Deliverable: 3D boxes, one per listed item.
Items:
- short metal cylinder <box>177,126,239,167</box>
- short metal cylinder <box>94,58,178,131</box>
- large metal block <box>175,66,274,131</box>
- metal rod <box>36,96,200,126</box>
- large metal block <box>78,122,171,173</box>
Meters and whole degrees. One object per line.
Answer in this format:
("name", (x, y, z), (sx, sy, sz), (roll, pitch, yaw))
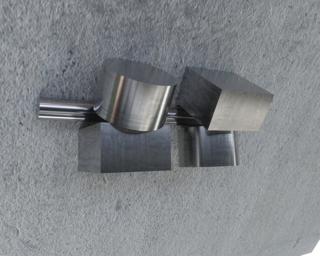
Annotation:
("short metal cylinder", (0.064, 0.026, 0.416), (0.081, 0.080, 0.050), (2, 83, -29))
("short metal cylinder", (-0.027, -0.038, 0.334), (0.081, 0.080, 0.050), (3, 117, -30))
("large metal block", (0.079, -0.038, 0.392), (0.081, 0.080, 0.050), (1, 118, -29))
("metal rod", (0.002, -0.016, 0.402), (0.303, 0.025, 0.025), (2, 118, -30))
("large metal block", (-0.043, 0.024, 0.356), (0.081, 0.080, 0.050), (2, 83, -30))
